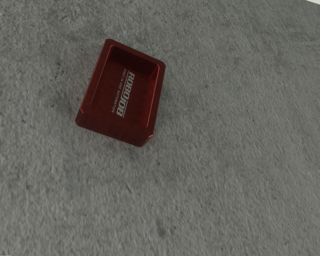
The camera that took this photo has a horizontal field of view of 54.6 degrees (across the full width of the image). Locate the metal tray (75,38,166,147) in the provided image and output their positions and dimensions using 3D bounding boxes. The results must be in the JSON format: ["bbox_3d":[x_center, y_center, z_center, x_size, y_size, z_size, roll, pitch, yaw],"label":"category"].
[{"bbox_3d":[-0.046,-0.048,0.404,0.090,0.030,0.130,21,54,-16],"label":"metal tray"}]
